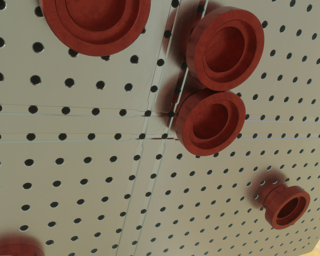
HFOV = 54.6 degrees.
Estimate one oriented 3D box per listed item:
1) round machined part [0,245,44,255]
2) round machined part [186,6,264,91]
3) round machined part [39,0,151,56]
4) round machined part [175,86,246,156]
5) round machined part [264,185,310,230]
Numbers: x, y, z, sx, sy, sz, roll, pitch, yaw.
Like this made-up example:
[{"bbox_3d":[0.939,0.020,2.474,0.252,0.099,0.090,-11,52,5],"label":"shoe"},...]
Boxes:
[{"bbox_3d":[-0.204,0.209,0.418,0.099,0.042,0.097,-14,124,-21],"label":"round machined part"},{"bbox_3d":[0.075,-0.098,0.380,0.099,0.042,0.097,-14,124,-21],"label":"round machined part"},{"bbox_3d":[-0.062,-0.121,0.291,0.099,0.042,0.097,-14,124,-21],"label":"round machined part"},{"bbox_3d":[0.065,-0.013,0.426,0.099,0.042,0.097,-14,126,-20],"label":"round machined part"},{"bbox_3d":[0.253,0.156,0.634,0.099,0.042,0.097,-14,124,-21],"label":"round machined part"}]
